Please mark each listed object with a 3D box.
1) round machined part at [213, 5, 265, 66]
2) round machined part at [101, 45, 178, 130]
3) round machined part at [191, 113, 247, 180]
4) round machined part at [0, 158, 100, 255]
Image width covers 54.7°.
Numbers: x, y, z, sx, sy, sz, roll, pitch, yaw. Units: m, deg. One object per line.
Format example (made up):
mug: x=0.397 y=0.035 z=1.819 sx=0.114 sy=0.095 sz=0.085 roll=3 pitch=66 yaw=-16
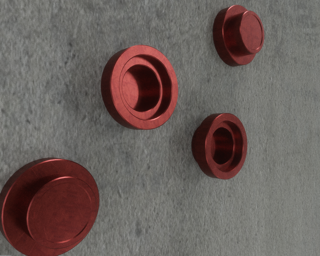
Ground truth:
round machined part: x=0.135 y=-0.153 z=0.509 sx=0.099 sy=0.042 sz=0.097 roll=0 pitch=90 yaw=-40
round machined part: x=-0.028 y=-0.046 z=0.372 sx=0.099 sy=0.042 sz=0.097 roll=0 pitch=90 yaw=-40
round machined part: x=0.086 y=0.027 z=0.468 sx=0.099 sy=0.042 sz=0.097 roll=0 pitch=90 yaw=-40
round machined part: x=-0.104 y=0.080 z=0.308 sx=0.099 sy=0.042 sz=0.097 roll=0 pitch=90 yaw=-40
